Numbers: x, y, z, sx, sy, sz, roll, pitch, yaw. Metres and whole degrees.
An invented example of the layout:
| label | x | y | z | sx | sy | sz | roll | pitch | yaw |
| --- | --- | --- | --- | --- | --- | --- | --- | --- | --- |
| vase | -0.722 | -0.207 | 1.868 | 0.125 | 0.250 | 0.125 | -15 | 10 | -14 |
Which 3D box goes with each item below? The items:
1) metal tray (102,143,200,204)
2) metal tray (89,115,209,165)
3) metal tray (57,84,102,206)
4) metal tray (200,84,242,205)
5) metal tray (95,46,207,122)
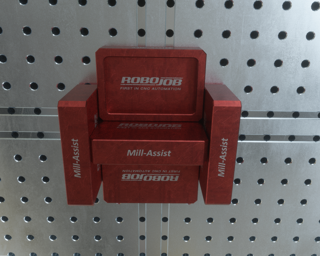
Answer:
| label | x | y | z | sx | sy | sz | roll | pitch | yaw |
| --- | --- | --- | --- | --- | --- | --- | --- | --- | --- |
| metal tray | -0.013 | 0.059 | 0.431 | 0.131 | 0.030 | 0.089 | 1 | 110 | -1 |
| metal tray | -0.012 | 0.012 | 0.381 | 0.131 | 0.090 | 0.030 | 1 | 110 | -1 |
| metal tray | -0.093 | 0.018 | 0.383 | 0.030 | 0.090 | 0.129 | 1 | 110 | -1 |
| metal tray | 0.069 | 0.018 | 0.386 | 0.030 | 0.090 | 0.129 | 1 | 110 | -1 |
| metal tray | -0.011 | -0.055 | 0.390 | 0.131 | 0.030 | 0.089 | 1 | 110 | -1 |
